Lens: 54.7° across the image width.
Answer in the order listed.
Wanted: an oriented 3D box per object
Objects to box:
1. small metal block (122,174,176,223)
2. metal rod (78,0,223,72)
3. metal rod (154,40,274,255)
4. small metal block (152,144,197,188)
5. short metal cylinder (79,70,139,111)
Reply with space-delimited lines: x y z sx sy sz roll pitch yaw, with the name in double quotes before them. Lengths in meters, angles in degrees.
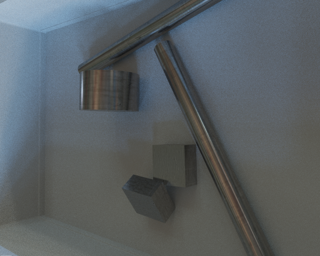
"small metal block" -0.014 0.091 0.400 0.050 0.025 0.050 6 132 39
"metal rod" -0.011 -0.131 0.413 0.300 0.025 0.025 -19 78 38
"metal rod" 0.059 0.026 0.356 0.025 0.025 0.299 -35 69 34
"small metal block" 0.018 0.046 0.390 0.050 0.025 0.050 -2 88 39
"short metal cylinder" -0.069 -0.049 0.426 0.080 0.081 0.050 2 92 39
